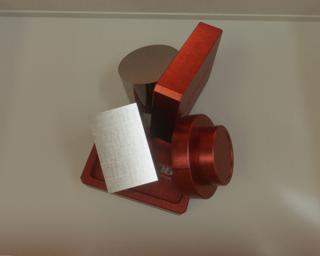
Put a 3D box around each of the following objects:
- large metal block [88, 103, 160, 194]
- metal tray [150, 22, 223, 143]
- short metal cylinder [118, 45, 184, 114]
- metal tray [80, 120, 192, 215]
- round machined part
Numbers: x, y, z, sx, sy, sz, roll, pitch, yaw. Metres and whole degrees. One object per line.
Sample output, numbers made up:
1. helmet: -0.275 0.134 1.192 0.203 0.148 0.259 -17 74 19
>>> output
1. large metal block: -0.036 0.022 0.346 0.050 0.080 0.080 -16 87 0
2. metal tray: 0.032 -0.056 0.378 0.030 0.089 0.130 24 56 11
3. short metal cylinder: -0.008 -0.064 0.402 0.080 0.050 0.080 -7 47 8
4. metal tray: -0.020 0.046 0.387 0.131 0.030 0.090 16 71 6
5. round machined part: 0.054 0.032 0.355 0.042 0.098 0.098 -6 67 30
